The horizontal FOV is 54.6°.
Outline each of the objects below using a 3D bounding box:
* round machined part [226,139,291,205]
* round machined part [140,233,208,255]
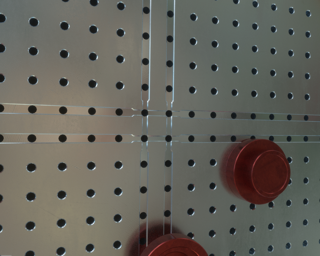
[{"bbox_3d":[0.152,0.065,0.459,0.099,0.042,0.097,0,90,-20],"label":"round machined part"},{"bbox_3d":[0.015,0.187,0.408,0.099,0.042,0.097,0,89,-19],"label":"round machined part"}]
